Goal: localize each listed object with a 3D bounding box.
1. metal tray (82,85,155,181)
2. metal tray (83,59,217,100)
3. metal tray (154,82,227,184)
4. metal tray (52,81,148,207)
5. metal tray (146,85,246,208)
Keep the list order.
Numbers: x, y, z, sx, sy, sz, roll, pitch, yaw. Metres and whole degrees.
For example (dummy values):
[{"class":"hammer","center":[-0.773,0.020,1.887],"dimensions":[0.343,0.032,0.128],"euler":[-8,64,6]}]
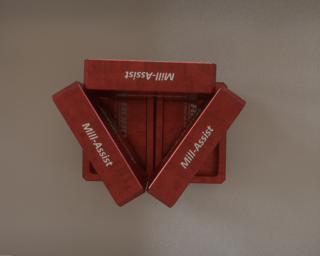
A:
[{"class":"metal tray","center":[-0.053,0.003,0.408],"dimensions":[0.091,0.030,0.129],"euler":[0,89,0]},{"class":"metal tray","center":[-0.010,-0.051,0.346],"dimensions":[0.131,0.090,0.030],"euler":[2,91,0]},{"class":"metal tray","center":[0.039,0.005,0.408],"dimensions":[0.091,0.030,0.129],"euler":[1,89,0]},{"class":"metal tray","center":[-0.060,0.015,0.346],"dimensions":[0.030,0.090,0.130],"euler":[-31,90,1]},{"class":"metal tray","center":[0.036,0.018,0.346],"dimensions":[0.030,0.090,0.130],"euler":[35,90,0]}]
